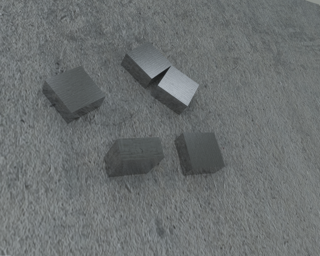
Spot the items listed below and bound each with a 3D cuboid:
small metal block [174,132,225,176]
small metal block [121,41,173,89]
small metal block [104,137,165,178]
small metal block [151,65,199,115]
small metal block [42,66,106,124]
[{"bbox_3d":[0.052,0.034,0.411,0.050,0.025,0.050,1,62,-28],"label":"small metal block"},{"bbox_3d":[-0.019,-0.092,0.449,0.050,0.025,0.050,46,51,4],"label":"small metal block"},{"bbox_3d":[-0.030,0.033,0.351,0.050,0.050,0.025,-1,63,-29],"label":"small metal block"},{"bbox_3d":[0.022,-0.055,0.449,0.050,0.025,0.050,35,51,-6],"label":"small metal block"},{"bbox_3d":[-0.103,-0.041,0.373,0.050,0.025,0.050,-35,81,-38],"label":"small metal block"}]
